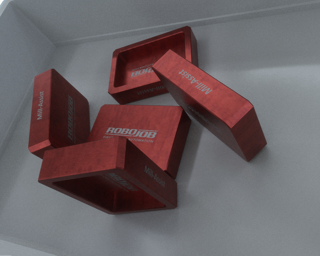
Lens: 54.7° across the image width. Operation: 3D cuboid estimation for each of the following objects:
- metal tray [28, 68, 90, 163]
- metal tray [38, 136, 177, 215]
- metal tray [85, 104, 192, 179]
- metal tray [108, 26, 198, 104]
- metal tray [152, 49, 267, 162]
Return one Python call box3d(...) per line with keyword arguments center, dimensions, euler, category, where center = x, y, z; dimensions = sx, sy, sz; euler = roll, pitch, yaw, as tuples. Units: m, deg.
box3d(center=(-0.137, -0.009, 0.436), dimensions=(0.030, 0.090, 0.130), euler=(-22, 54, 14), category="metal tray")
box3d(center=(-0.046, 0.057, 0.323), dimensions=(0.090, 0.130, 0.030), euler=(-12, 58, 21), category="metal tray")
box3d(center=(-0.033, 0.015, 0.405), dimensions=(0.130, 0.030, 0.090), euler=(4, 63, 29), category="metal tray")
box3d(center=(-0.010, -0.092, 0.461), dimensions=(0.130, 0.030, 0.090), euler=(-12, 57, 21), category="metal tray")
box3d(center=(0.054, -0.026, 0.348), dimensions=(0.030, 0.090, 0.130), euler=(-45, 51, -2), category="metal tray")
